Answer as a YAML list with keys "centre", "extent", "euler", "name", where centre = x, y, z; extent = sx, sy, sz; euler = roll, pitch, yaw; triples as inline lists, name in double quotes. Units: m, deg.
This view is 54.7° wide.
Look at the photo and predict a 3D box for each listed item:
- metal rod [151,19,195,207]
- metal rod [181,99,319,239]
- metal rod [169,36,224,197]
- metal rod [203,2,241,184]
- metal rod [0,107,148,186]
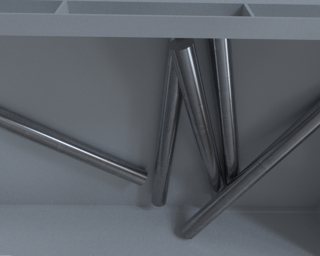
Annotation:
- centre: [0.011, 0.006, 0.414]
  extent: [0.025, 0.025, 0.298]
  euler: [4, 130, -3]
  name: "metal rod"
- centre: [0.133, 0.062, 0.434]
  extent: [0.025, 0.025, 0.299]
  euler: [30, 115, -23]
  name: "metal rod"
- centre: [0.060, 0.017, 0.406]
  extent: [0.025, 0.025, 0.299]
  euler: [-12, 135, 10]
  name: "metal rod"
- centre: [0.087, -0.009, 0.401]
  extent: [0.025, 0.025, 0.299]
  euler: [-10, 130, 8]
  name: "metal rod"
- centre: [-0.151, 0.014, 0.419]
  extent: [0.301, 0.025, 0.025]
  euler: [27, 125, -21]
  name: "metal rod"
